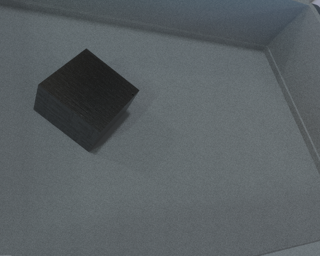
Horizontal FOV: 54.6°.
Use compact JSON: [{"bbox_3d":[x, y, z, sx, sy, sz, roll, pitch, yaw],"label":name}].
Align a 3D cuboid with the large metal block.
[{"bbox_3d":[-0.085,-0.033,0.364,0.080,0.050,0.080,38,51,-2],"label":"large metal block"}]
